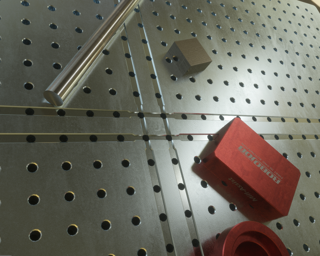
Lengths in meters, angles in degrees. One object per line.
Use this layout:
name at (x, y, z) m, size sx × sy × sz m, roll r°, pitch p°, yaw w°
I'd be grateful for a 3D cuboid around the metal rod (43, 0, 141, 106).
metal rod at (-0.077, -0.143, 0.454) m, size 0.025 × 0.025 × 0.300 m, roll 31°, pitch 52°, yaw -9°

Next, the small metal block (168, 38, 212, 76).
small metal block at (0.049, -0.118, 0.509) m, size 0.050 × 0.025 × 0.050 m, roll -21°, pitch 73°, yaw -36°

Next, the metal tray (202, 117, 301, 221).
metal tray at (0.134, 0.057, 0.445) m, size 0.130 × 0.030 × 0.090 m, roll 41°, pitch 51°, yaw -1°

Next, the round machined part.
round machined part at (0.101, 0.161, 0.355) m, size 0.099 × 0.042 × 0.098 m, roll 14°, pitch 56°, yaw -21°
